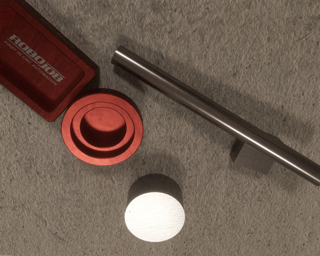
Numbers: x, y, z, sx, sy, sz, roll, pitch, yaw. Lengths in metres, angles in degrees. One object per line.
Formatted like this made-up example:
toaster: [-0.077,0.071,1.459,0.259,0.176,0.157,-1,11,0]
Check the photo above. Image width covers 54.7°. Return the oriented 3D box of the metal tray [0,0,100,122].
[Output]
metal tray: [-0.152,-0.081,0.374,0.130,0.030,0.090,42,104,-14]

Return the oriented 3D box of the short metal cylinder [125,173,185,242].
short metal cylinder: [-0.007,0.112,0.438,0.081,0.050,0.079,0,110,-1]

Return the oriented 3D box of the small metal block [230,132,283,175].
small metal block: [0.132,0.030,0.423,0.050,0.025,0.050,21,109,-8]

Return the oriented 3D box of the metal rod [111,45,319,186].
metal rod: [0.076,-0.013,0.385,0.301,0.025,0.025,31,107,-4]

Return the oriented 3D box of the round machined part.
round machined part: [-0.071,-0.004,0.394,0.099,0.042,0.097,-3,114,-6]
